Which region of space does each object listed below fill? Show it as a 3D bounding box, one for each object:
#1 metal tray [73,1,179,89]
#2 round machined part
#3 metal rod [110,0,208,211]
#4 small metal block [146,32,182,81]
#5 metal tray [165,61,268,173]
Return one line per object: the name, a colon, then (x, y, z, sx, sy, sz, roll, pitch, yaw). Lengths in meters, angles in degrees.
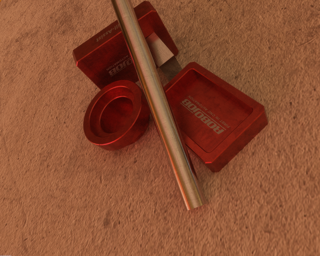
metal tray: (-0.048, -0.110, 0.454, 0.130, 0.090, 0.030, -33, 52, 7)
round machined part: (-0.054, -0.014, 0.425, 0.098, 0.042, 0.098, -16, 57, 26)
metal rod: (-0.010, -0.051, 0.372, 0.025, 0.025, 0.299, -23, 75, 14)
small metal block: (0.004, -0.100, 0.441, 0.025, 0.050, 0.050, -38, 66, 5)
metal tray: (0.053, -0.019, 0.385, 0.090, 0.030, 0.130, -44, 51, -3)
